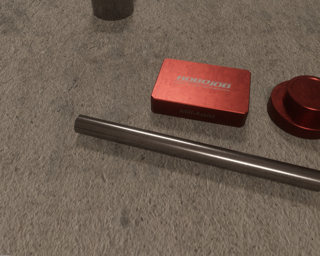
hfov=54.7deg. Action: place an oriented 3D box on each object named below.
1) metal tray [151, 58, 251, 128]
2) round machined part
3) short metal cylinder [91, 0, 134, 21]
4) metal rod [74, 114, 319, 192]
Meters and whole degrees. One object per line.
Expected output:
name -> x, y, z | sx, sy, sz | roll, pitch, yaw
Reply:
metal tray -> 0.060, -0.053, 0.445 | 0.131, 0.030, 0.090 | 10, 51, 8
round machined part -> 0.203, -0.035, 0.424 | 0.099, 0.042, 0.098 | 0, 50, 0
short metal cylinder -> -0.092, -0.251, 0.596 | 0.081, 0.050, 0.080 | 0, 50, 0
metal rod -> 0.038, 0.028, 0.380 | 0.301, 0.025, 0.025 | 13, 51, 10
